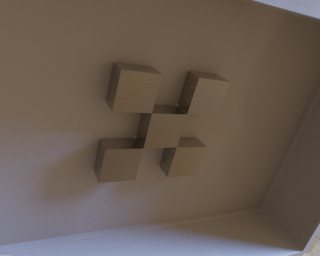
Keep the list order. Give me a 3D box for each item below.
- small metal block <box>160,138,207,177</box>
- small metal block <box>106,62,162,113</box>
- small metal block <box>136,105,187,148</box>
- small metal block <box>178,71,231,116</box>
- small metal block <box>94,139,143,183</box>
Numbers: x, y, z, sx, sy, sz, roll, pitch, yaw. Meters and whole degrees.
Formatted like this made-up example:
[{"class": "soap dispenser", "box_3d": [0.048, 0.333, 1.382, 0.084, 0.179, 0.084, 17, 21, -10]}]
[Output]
[{"class": "small metal block", "box_3d": [0.033, 0.042, 0.450, 0.050, 0.025, 0.050, 1, 118, -29]}, {"class": "small metal block", "box_3d": [-0.031, -0.046, 0.361, 0.050, 0.025, 0.050, 1, 118, -29]}, {"class": "small metal block", "box_3d": [0.002, -0.002, 0.405, 0.050, 0.025, 0.050, 0, 118, -29]}, {"class": "small metal block", "box_3d": [0.058, -0.045, 0.409, 0.050, 0.025, 0.050, 2, 117, -30]}, {"class": "small metal block", "box_3d": [-0.054, 0.042, 0.402, 0.050, 0.025, 0.050, 1, 118, -29]}]
